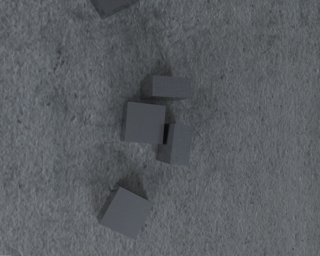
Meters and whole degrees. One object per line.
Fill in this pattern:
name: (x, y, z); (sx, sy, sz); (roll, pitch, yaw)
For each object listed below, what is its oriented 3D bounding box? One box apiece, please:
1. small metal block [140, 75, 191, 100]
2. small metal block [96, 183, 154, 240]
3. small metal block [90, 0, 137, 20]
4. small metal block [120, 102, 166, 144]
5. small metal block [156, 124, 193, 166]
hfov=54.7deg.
small metal block: (0.006, -0.050, 0.399); (0.050, 0.050, 0.025); (1, 90, -20)
small metal block: (-0.044, 0.105, 0.394); (0.050, 0.025, 0.050); (32, 80, -18)
small metal block: (-0.062, -0.172, 0.386); (0.050, 0.025, 0.050); (-34, 101, -17)
small metal block: (-0.022, -0.006, 0.402); (0.050, 0.025, 0.050); (5, 88, -20)
small metal block: (0.018, 0.021, 0.404); (0.025, 0.050, 0.050); (8, 88, -20)
